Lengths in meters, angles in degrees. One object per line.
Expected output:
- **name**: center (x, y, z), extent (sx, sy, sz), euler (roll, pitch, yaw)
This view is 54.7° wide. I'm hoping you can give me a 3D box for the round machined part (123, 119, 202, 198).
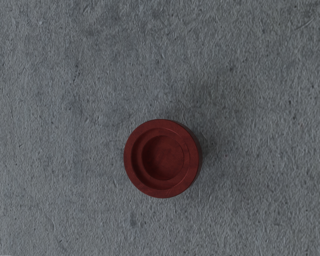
- **round machined part**: center (0.006, 0.037, 0.398), extent (0.098, 0.042, 0.097), euler (0, 90, 19)
